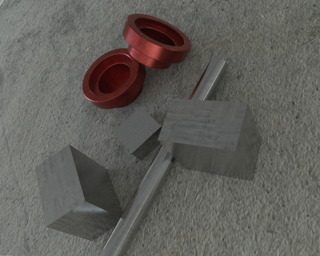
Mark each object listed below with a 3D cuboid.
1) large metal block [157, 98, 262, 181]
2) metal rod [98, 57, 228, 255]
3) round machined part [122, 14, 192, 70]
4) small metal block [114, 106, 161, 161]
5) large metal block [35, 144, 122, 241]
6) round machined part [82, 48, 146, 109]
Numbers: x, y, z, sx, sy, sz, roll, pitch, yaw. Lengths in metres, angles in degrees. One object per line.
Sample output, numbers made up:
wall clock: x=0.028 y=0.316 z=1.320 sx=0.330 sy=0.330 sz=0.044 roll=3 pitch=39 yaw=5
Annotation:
large metal block: x=0.056 y=0.013 z=0.331 sx=0.080 sy=0.080 sz=0.050 roll=6 pitch=65 yaw=31
metal rod: x=0.006 y=0.038 z=0.376 sx=0.025 sy=0.025 sz=0.300 roll=20 pitch=72 yaw=35
round machined part: x=-0.008 y=-0.121 z=0.449 sx=0.042 sy=0.099 sz=0.098 roll=-62 pitch=41 yaw=36
small metal block: x=-0.025 y=0.007 z=0.413 sx=0.050 sy=0.025 sz=0.050 roll=-43 pitch=51 yaw=-2
large metal block: x=-0.095 y=0.079 z=0.370 sx=0.050 sy=0.080 sz=0.080 roll=-34 pitch=51 yaw=6
round machined part: x=-0.065 y=-0.069 z=0.470 sx=0.098 sy=0.042 sz=0.098 roll=-13 pitch=56 yaw=21
